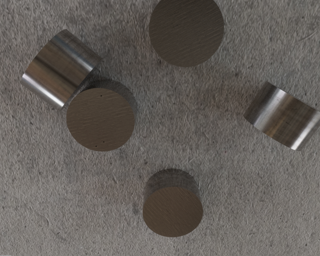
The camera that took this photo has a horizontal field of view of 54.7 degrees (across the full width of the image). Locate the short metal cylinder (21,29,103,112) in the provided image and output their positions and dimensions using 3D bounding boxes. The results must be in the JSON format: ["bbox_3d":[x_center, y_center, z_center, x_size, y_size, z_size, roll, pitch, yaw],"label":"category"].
[{"bbox_3d":[-0.111,-0.065,0.355,0.050,0.080,0.080,39,105,-13],"label":"short metal cylinder"}]

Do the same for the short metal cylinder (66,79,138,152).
[{"bbox_3d":[-0.070,-0.017,0.389,0.081,0.050,0.079,0,110,0],"label":"short metal cylinder"}]

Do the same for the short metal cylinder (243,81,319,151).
[{"bbox_3d":[0.150,-0.016,0.376,0.080,0.080,0.050,27,108,-10],"label":"short metal cylinder"}]

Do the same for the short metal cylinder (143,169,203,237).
[{"bbox_3d":[0.017,0.104,0.435,0.081,0.050,0.079,0,110,0],"label":"short metal cylinder"}]

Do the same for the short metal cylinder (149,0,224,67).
[{"bbox_3d":[0.028,-0.114,0.355,0.081,0.050,0.079,0,110,0],"label":"short metal cylinder"}]
